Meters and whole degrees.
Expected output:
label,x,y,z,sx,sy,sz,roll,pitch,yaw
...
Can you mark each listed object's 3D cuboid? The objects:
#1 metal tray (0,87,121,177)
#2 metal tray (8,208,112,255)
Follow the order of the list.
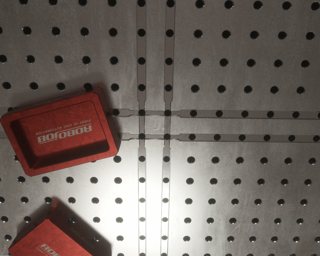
label,x,y,z,sx,sy,sz,roll,pitch,yaw
metal tray,-0.128,0.006,0.411,0.131,0.030,0.089,-14,110,4
metal tray,-0.152,0.195,0.481,0.090,0.030,0.130,-40,106,13
